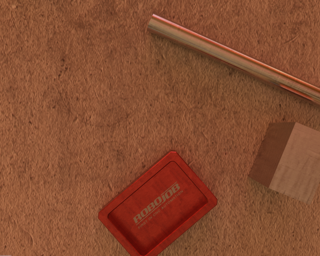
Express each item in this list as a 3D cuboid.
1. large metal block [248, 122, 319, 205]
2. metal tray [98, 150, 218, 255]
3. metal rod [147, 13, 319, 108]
[{"bbox_3d":[0.159,0.039,0.385,0.050,0.080,0.080,22,90,-1],"label":"large metal block"},{"bbox_3d":[-0.003,0.102,0.407,0.130,0.030,0.090,-40,91,-1],"label":"metal tray"},{"bbox_3d":[0.126,-0.079,0.411,0.301,0.025,0.025,24,90,-1],"label":"metal rod"}]
